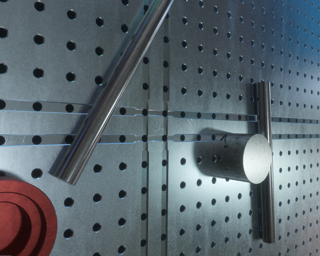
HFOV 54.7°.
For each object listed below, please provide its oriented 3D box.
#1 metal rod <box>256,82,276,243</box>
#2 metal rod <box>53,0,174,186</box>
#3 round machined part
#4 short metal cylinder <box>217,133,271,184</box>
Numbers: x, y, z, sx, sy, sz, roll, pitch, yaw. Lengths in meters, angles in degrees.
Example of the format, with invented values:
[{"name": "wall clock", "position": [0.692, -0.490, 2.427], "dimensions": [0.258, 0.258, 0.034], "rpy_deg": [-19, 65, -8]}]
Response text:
[{"name": "metal rod", "position": [0.198, 0.064, 0.578], "dimensions": [0.025, 0.025, 0.298], "rpy_deg": [-6, 94, -40]}, {"name": "metal rod", "position": [-0.041, -0.072, 0.376], "dimensions": [0.025, 0.025, 0.300], "rpy_deg": [39, 66, -34]}, {"name": "round machined part", "position": [-0.147, 0.092, 0.276], "dimensions": [0.099, 0.042, 0.097], "rpy_deg": [0, 90, -40]}, {"name": "short metal cylinder", "position": [0.141, 0.049, 0.514], "dimensions": [0.081, 0.050, 0.079], "rpy_deg": [0, 90, -40]}]
